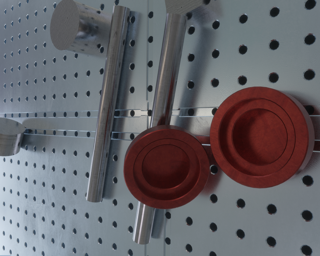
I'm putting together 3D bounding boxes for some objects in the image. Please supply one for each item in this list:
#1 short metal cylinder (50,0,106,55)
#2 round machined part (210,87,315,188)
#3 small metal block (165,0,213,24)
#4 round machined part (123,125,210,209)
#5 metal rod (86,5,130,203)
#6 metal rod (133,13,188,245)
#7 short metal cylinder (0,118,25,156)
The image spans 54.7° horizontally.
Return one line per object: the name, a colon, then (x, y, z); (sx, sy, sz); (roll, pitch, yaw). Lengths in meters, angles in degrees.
short metal cylinder: (-0.134, -0.162, 0.504); (0.080, 0.050, 0.080); (0, 90, 40)
round machined part: (0.103, 0.009, 0.313); (0.098, 0.042, 0.097); (0, 90, 40)
small metal block: (0.034, -0.160, 0.382); (0.050, 0.025, 0.050); (-14, 81, 39)
round machined part: (0.006, 0.043, 0.370); (0.042, 0.099, 0.097); (-111, 35, -75)
metal rod: (-0.081, -0.031, 0.476); (0.025, 0.025, 0.298); (16, 100, 39)
metal rod: (-0.003, 0.011, 0.397); (0.025, 0.025, 0.298); (20, 107, 38)
short metal cylinder: (-0.330, 0.017, 0.647); (0.080, 0.081, 0.050); (34, 111, 35)
